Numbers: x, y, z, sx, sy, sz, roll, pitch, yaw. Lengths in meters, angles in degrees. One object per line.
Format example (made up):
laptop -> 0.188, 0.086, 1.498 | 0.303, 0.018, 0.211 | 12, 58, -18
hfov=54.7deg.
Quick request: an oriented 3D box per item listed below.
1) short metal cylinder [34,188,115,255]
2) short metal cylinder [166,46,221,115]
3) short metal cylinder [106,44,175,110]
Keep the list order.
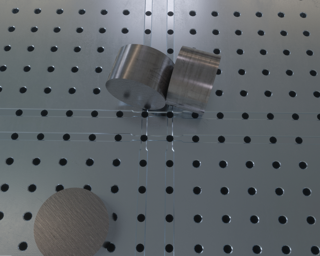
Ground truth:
short metal cylinder -> -0.095, 0.113, 0.356 | 0.081, 0.050, 0.080 | 0, 70, 0
short metal cylinder -> 0.044, -0.062, 0.405 | 0.050, 0.080, 0.080 | 17, 71, 6
short metal cylinder -> -0.024, -0.065, 0.406 | 0.080, 0.080, 0.050 | 15, 71, 5
